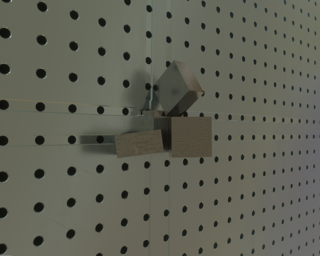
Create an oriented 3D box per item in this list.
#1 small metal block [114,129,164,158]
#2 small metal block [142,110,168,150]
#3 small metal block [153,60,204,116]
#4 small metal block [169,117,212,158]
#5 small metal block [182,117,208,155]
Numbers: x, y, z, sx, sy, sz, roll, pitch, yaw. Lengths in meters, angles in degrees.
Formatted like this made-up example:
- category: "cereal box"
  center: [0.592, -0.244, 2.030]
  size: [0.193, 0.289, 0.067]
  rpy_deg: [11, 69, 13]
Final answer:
- category: "small metal block"
  center: [-0.024, 0.017, 0.358]
  size: [0.050, 0.050, 0.025]
  rpy_deg: [-7, 89, -5]
- category: "small metal block"
  center: [0.004, 0.003, 0.411]
  size: [0.050, 0.025, 0.050]
  rpy_deg: [3, 88, -40]
- category: "small metal block"
  center: [0.022, -0.049, 0.397]
  size: [0.025, 0.050, 0.050]
  rpy_deg: [4, 52, -39]
- category: "small metal block"
  center: [0.038, 0.011, 0.392]
  size: [0.050, 0.025, 0.050]
  rpy_deg: [0, 90, -7]
- category: "small metal block"
  center: [0.050, 0.012, 0.436]
  size: [0.050, 0.025, 0.050]
  rpy_deg: [7, 85, -71]
